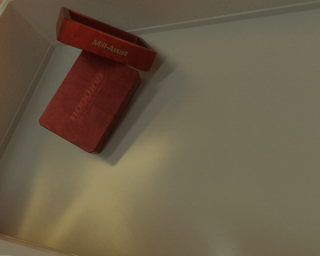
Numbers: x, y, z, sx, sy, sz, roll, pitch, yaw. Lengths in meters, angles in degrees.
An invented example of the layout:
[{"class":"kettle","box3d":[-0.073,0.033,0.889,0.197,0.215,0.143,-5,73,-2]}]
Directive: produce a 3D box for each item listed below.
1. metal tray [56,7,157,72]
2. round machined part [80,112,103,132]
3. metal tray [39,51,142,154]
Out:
[{"class":"metal tray","box3d":[-0.078,-0.127,0.445,0.030,0.131,0.090,-65,28,21]},{"class":"round machined part","box3d":[-0.116,-0.044,0.480,0.098,0.042,0.098,-13,56,20]},{"class":"metal tray","box3d":[-0.097,-0.039,0.440,0.090,0.030,0.130,29,84,8]}]
